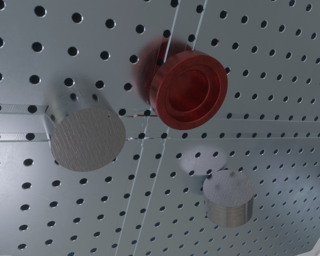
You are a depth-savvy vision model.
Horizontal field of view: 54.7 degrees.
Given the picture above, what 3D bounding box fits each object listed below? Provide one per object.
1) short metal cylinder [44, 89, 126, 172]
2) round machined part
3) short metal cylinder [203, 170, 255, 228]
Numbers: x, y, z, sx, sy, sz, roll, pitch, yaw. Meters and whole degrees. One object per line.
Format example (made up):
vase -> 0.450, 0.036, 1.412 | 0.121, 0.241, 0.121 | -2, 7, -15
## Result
short metal cylinder -> -0.085, 0.002, 0.350 | 0.081, 0.050, 0.079 | -14, 124, -21
round machined part -> 0.032, -0.049, 0.387 | 0.099, 0.042, 0.097 | -14, 124, -21
short metal cylinder -> 0.112, 0.114, 0.508 | 0.081, 0.080, 0.050 | -21, 127, -16
